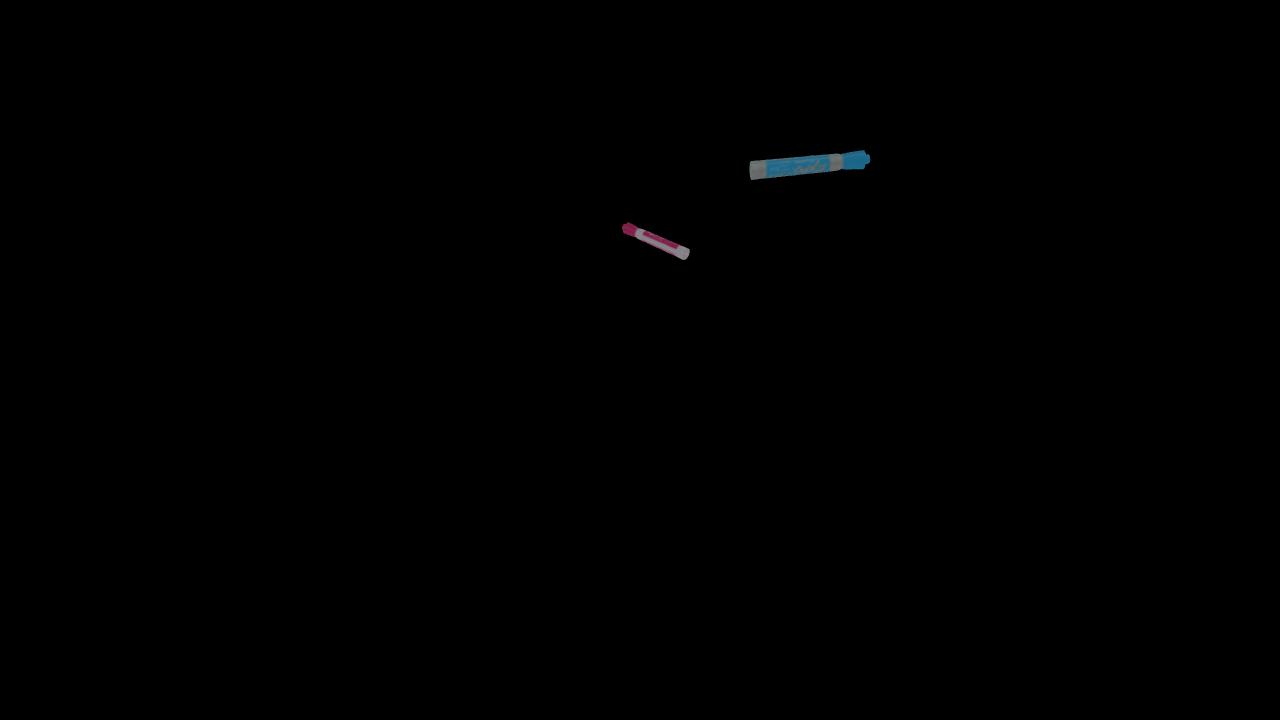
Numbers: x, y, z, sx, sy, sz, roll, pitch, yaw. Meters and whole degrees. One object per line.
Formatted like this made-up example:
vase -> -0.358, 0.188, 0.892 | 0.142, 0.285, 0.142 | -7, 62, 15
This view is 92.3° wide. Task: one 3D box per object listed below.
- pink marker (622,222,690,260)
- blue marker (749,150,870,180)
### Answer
pink marker -> 0.022, -0.186, 0.957 | 0.121, 0.020, 0.020 | 29, 12, 23
blue marker -> 0.174, -0.201, 0.633 | 0.121, 0.020, 0.020 | -5, 0, 3
